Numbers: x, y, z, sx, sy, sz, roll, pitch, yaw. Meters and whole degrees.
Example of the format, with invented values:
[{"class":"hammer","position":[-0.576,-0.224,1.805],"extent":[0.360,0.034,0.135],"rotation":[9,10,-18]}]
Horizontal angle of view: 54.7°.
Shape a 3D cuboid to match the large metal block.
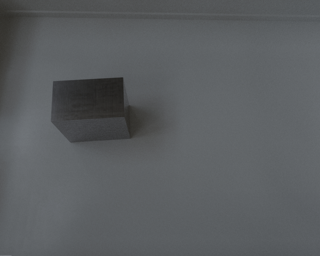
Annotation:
[{"class":"large metal block","position":[-0.081,-0.020,0.387],"extent":[0.081,0.080,0.050],"rotation":[-4,70,-2]}]
